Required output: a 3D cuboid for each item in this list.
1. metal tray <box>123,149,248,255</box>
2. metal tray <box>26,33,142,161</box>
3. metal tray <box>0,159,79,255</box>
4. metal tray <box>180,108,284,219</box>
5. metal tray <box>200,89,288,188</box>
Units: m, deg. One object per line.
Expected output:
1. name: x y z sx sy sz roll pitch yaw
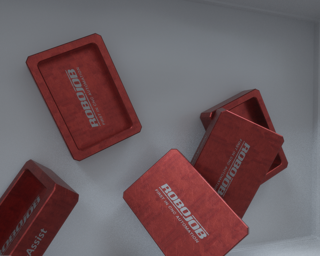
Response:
1. metal tray: 0.028 0.100 0.368 0.090 0.030 0.130 -43 65 1
2. metal tray: -0.089 -0.037 0.375 0.091 0.030 0.129 -26 99 -18
3. metal tray: -0.148 0.105 0.319 0.030 0.090 0.130 41 76 -38
4. metal tray: 0.092 0.049 0.413 0.090 0.030 0.129 25 98 -5
5. metal tray: 0.125 0.019 0.455 0.091 0.030 0.129 -28 100 -18
